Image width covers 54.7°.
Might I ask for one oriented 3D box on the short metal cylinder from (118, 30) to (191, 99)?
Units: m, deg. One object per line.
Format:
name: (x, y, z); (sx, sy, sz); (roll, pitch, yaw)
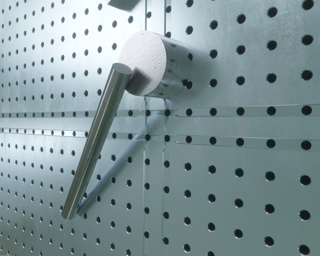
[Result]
short metal cylinder: (-0.008, -0.079, 0.398); (0.080, 0.050, 0.079); (0, 90, 39)

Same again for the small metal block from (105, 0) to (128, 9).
small metal block: (-0.063, -0.216, 0.459); (0.050, 0.025, 0.050); (-38, 67, 33)

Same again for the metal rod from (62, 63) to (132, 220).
metal rod: (-0.102, 0.039, 0.455); (0.025, 0.025, 0.298); (48, 129, 29)
